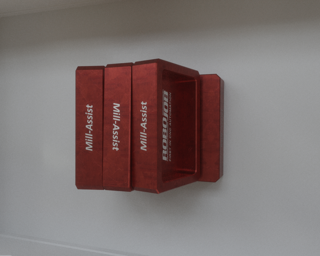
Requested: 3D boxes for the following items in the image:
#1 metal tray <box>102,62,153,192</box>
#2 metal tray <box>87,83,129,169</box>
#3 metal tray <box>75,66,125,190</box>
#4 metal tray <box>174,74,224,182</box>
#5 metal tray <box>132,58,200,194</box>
[{"bbox_3d":[-0.028,0.000,0.351,0.030,0.090,0.129,0,88,20],"label":"metal tray"},{"bbox_3d":[-0.053,-0.002,0.424,0.090,0.030,0.129,1,90,20],"label":"metal tray"},{"bbox_3d":[-0.067,0.000,0.363,0.030,0.090,0.129,0,90,7],"label":"metal tray"},{"bbox_3d":[0.033,0.000,0.394,0.090,0.030,0.129,1,90,20],"label":"metal tray"},{"bbox_3d":[0.010,-0.002,0.336,0.030,0.091,0.129,0,90,34],"label":"metal tray"}]
